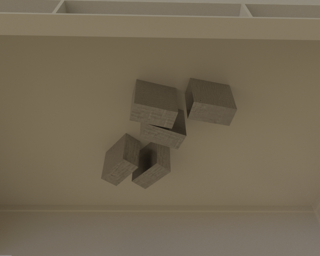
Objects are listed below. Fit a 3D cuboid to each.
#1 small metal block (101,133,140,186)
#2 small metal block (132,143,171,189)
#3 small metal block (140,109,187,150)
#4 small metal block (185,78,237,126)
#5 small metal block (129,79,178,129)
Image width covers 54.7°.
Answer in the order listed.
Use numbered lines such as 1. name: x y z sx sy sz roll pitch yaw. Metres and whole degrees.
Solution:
1. small metal block: -0.054 0.044 0.429 0.025 0.050 0.050 33 123 -25
2. small metal block: -0.012 0.049 0.435 0.025 0.050 0.050 36 121 -27
3. small metal block: 0.004 -0.005 0.389 0.050 0.050 0.025 17 128 -15
4. small metal block: 0.059 -0.032 0.367 0.050 0.050 0.025 9 129 -8
5. small metal block: -0.007 -0.029 0.368 0.050 0.050 0.025 11 129 -10
